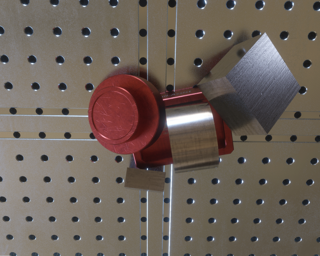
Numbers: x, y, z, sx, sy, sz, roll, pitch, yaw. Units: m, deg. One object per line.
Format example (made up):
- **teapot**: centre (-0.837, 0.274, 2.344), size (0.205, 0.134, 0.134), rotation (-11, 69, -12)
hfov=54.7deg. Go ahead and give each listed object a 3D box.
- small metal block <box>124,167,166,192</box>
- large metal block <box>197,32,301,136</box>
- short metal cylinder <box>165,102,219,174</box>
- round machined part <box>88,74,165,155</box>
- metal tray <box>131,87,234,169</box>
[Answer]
- **small metal block**: centre (-0.020, 0.072, 0.420), size (0.050, 0.050, 0.025), rotation (8, 76, -2)
- **large metal block**: centre (0.104, -0.048, 0.358), size (0.080, 0.050, 0.080), rotation (-47, 108, -23)
- **short metal cylinder**: centre (0.037, 0.011, 0.371), size (0.050, 0.080, 0.079), rotation (-9, 110, 2)
- **round machined part**: centre (-0.047, -0.016, 0.374), size (0.098, 0.042, 0.097), rotation (2, 96, 22)
- **metal tray**: centre (0.025, -0.001, 0.408), size (0.131, 0.030, 0.089), rotation (-11, 110, 3)
